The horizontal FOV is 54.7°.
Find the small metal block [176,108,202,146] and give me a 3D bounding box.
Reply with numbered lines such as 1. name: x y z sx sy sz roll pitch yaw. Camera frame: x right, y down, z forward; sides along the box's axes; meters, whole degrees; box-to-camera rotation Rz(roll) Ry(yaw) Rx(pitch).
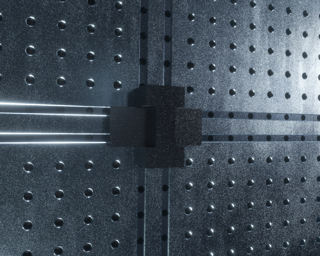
1. small metal block: 0.029 -0.001 0.424 0.050 0.025 0.050 1 90 -21

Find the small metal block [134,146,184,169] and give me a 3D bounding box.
1. small metal block: -0.002 0.036 0.399 0.050 0.050 0.025 1 90 -20

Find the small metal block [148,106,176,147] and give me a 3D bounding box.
1. small metal block: -0.002 -0.002 0.399 0.025 0.050 0.050 1 90 -20

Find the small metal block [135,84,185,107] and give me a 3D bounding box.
1. small metal block: -0.001 -0.039 0.399 0.050 0.050 0.025 1 90 -20

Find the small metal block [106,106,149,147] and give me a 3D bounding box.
1. small metal block: -0.042 -0.002 0.398 0.050 0.025 0.050 1 90 -21
